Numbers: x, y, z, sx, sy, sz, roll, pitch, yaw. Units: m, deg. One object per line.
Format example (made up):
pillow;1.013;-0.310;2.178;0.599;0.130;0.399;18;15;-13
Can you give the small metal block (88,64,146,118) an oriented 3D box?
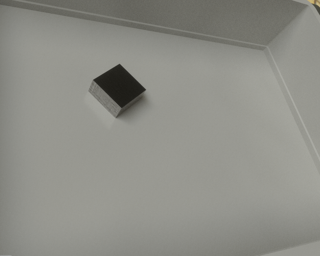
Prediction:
small metal block;-0.055;-0.049;0.405;0.050;0.025;0.050;45;51;3
